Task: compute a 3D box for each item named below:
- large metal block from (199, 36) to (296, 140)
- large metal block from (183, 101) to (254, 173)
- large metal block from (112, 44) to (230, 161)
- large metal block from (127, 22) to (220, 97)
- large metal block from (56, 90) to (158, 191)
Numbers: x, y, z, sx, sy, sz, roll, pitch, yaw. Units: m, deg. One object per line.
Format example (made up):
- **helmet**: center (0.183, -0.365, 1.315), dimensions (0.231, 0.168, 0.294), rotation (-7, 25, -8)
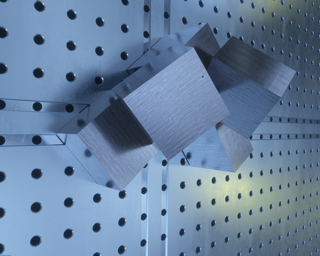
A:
- **large metal block**: center (0.094, -0.046, 0.362), dimensions (0.080, 0.080, 0.050), rotation (34, 55, 11)
- **large metal block**: center (0.071, 0.011, 0.434), dimensions (0.050, 0.080, 0.080), rotation (-41, 116, -32)
- **large metal block**: center (0.011, -0.028, 0.318), dimensions (0.080, 0.050, 0.080), rotation (-37, 116, -6)
- **large metal block**: center (0.020, -0.081, 0.390), dimensions (0.080, 0.080, 0.050), rotation (-49, 120, -29)
- **large metal block**: center (-0.052, 0.011, 0.350), dimensions (0.080, 0.050, 0.080), rotation (-47, 118, -30)
